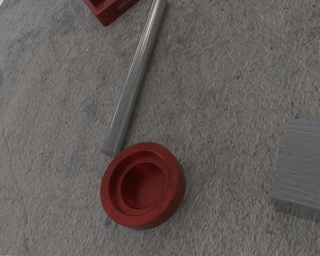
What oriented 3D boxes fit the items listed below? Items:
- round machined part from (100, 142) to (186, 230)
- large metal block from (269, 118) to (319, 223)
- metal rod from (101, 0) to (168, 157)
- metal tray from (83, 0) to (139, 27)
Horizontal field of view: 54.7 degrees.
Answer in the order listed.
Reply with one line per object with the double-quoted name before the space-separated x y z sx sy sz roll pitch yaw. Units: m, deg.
"round machined part" -0.016 0.069 0.359 0.098 0.042 0.098 -13 56 21
"large metal block" 0.153 0.042 0.282 0.080 0.050 0.080 10 67 32
"metal rod" -0.032 -0.097 0.479 0.025 0.025 0.300 1 62 28
"metal tray" -0.080 -0.266 0.605 0.130 0.030 0.090 -38 51 2
